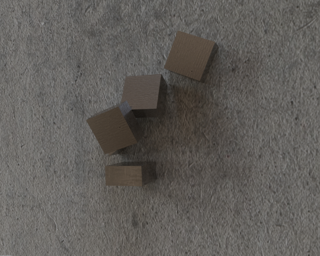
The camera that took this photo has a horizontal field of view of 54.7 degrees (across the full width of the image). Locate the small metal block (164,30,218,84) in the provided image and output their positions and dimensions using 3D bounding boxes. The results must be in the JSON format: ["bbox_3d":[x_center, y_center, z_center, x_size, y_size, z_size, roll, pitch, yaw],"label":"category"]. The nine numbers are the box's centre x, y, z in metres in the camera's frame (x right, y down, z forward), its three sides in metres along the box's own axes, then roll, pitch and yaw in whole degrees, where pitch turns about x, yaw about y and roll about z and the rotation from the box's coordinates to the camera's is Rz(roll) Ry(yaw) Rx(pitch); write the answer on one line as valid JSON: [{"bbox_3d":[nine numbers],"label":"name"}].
[{"bbox_3d":[0.040,-0.090,0.395,0.050,0.025,0.050,23,98,18],"label":"small metal block"}]

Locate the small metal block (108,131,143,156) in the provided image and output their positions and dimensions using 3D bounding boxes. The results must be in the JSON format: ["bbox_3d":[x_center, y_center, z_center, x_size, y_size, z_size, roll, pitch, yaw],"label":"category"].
[{"bbox_3d":[-0.059,0.003,0.430,0.050,0.025,0.050,-38,78,16],"label":"small metal block"}]

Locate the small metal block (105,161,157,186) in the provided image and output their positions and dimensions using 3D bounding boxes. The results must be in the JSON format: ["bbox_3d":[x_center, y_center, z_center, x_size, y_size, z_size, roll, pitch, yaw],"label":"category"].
[{"bbox_3d":[-0.037,0.060,0.409,0.050,0.050,0.025,-3,89,20],"label":"small metal block"}]

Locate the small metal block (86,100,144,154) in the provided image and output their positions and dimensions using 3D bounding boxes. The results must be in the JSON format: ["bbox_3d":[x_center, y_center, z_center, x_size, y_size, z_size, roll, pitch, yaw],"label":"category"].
[{"bbox_3d":[-0.056,0.000,0.392,0.050,0.025,0.050,-20,104,24],"label":"small metal block"}]

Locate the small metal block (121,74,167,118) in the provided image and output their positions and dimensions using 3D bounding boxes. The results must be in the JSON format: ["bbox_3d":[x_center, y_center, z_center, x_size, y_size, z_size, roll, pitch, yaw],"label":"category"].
[{"bbox_3d":[-0.021,-0.041,0.407,0.050,0.025,0.050,-1,67,19],"label":"small metal block"}]
